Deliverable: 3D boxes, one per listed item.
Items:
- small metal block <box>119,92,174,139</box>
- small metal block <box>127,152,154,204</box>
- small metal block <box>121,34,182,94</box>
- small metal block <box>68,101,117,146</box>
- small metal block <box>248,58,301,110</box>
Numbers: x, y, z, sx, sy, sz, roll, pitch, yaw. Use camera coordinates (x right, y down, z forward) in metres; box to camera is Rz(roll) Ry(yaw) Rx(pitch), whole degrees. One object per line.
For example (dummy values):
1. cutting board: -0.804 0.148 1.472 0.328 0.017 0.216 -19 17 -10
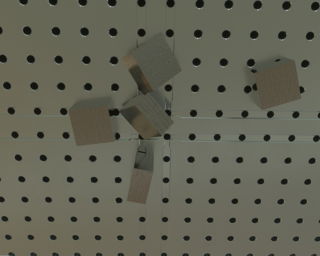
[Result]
1. small metal block: -0.018 -0.014 0.392 0.050 0.050 0.025 49 64 -16
2. small metal block: -0.026 0.067 0.425 0.025 0.050 0.050 12 110 -5
3. small metal block: -0.009 -0.076 0.371 0.050 0.025 0.050 -40 108 -28
4. small metal block: -0.088 -0.007 0.410 0.050 0.025 0.050 -7 110 2
5. small metal block: 0.146 -0.056 0.395 0.050 0.025 0.050 -17 110 5
